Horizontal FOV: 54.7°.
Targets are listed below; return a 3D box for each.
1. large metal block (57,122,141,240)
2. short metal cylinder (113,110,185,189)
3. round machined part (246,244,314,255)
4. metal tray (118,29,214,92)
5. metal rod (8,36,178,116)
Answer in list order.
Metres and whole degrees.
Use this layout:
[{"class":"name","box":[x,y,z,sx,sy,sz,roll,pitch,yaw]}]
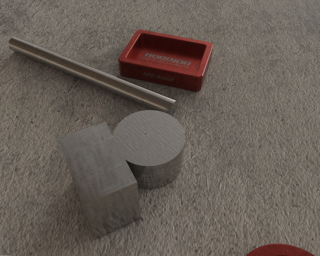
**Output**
[{"class":"large metal block","box":[-0.061,0.055,0.321,0.050,0.080,0.080,-21,54,-17]},{"class":"short metal cylinder","box":[-0.012,0.025,0.366,0.081,0.050,0.080,0,50,0]},{"class":"round machined part","box":[0.106,0.155,0.264,0.099,0.042,0.098,0,50,0]},{"class":"metal tray","box":[0.011,-0.110,0.492,0.131,0.030,0.090,14,51,11]},{"class":"metal rod","box":[-0.112,-0.084,0.471,0.301,0.025,0.025,24,54,18]}]
